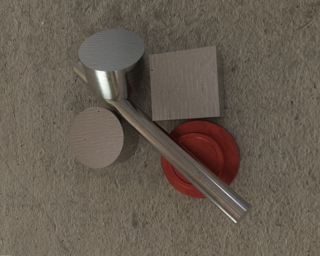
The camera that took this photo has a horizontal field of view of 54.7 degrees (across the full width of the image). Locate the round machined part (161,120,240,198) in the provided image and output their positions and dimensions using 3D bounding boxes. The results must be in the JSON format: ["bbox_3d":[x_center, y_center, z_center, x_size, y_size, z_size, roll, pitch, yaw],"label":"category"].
[{"bbox_3d":[0.047,0.039,0.384,0.098,0.042,0.097,0,90,20],"label":"round machined part"}]

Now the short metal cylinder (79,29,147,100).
[{"bbox_3d":[-0.058,-0.082,0.397,0.080,0.050,0.080,-1,53,2],"label":"short metal cylinder"}]

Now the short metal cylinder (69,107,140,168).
[{"bbox_3d":[-0.075,0.012,0.424,0.080,0.050,0.080,0,90,20],"label":"short metal cylinder"}]

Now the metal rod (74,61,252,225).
[{"bbox_3d":[-0.015,0.000,0.380,0.300,0.025,0.025,41,103,28],"label":"metal rod"}]

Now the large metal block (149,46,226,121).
[{"bbox_3d":[0.035,-0.050,0.382,0.080,0.050,0.080,-3,89,20],"label":"large metal block"}]
